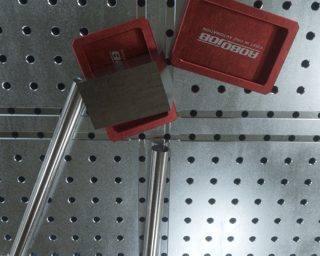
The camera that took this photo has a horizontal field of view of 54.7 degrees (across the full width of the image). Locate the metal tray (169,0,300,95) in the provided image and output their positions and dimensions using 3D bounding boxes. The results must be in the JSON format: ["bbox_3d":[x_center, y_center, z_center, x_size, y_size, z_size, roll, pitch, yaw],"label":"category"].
[{"bbox_3d":[0.086,-0.102,0.374,0.131,0.030,0.089,16,109,-7],"label":"metal tray"}]

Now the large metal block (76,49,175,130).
[{"bbox_3d":[-0.031,-0.045,0.336,0.080,0.080,0.050,-14,110,10],"label":"large metal block"}]

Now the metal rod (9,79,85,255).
[{"bbox_3d":[-0.160,0.071,0.437,0.025,0.025,0.298,23,108,-9],"label":"metal rod"}]

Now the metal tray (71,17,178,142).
[{"bbox_3d":[-0.040,-0.058,0.380,0.091,0.030,0.129,-20,110,-5],"label":"metal tray"}]

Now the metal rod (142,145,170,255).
[{"bbox_3d":[-0.012,0.167,0.474,0.025,0.025,0.298,5,110,-2],"label":"metal rod"}]
